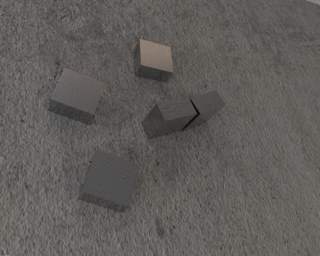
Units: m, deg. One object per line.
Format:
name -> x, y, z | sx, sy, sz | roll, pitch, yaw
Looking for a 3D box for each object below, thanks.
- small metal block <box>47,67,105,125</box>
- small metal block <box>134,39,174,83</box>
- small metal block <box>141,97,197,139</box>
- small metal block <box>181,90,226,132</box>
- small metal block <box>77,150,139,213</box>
small metal block -> -0.100, -0.038, 0.373 | 0.050, 0.025, 0.050 | 21, 54, -16
small metal block -> -0.010, -0.099, 0.458 | 0.050, 0.025, 0.050 | 9, 58, -23
small metal block -> 0.011, -0.012, 0.401 | 0.050, 0.050, 0.025 | -13, 69, -34
small metal block -> 0.054, -0.023, 0.431 | 0.050, 0.050, 0.025 | -21, 73, -36
small metal block -> -0.055, 0.058, 0.338 | 0.050, 0.025, 0.050 | 23, 53, -15
